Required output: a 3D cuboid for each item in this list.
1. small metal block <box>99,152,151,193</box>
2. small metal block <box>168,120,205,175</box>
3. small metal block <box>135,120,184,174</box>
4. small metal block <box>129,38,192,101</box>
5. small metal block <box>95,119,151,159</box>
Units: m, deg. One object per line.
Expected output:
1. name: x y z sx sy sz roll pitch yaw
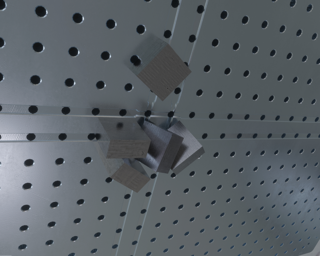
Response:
1. small metal block: -0.046 0.050 0.400 0.025 0.050 0.050 -46 129 4
2. small metal block: 0.024 0.027 0.420 0.050 0.050 0.025 -38 152 -3
3. small metal block: -0.005 0.024 0.397 0.025 0.050 0.050 20 95 -51
4. small metal block: 0.001 -0.069 0.369 0.050 0.025 0.050 -46 129 3
5. small metal block: -0.046 0.013 0.377 0.050 0.050 0.025 2 117 -29
